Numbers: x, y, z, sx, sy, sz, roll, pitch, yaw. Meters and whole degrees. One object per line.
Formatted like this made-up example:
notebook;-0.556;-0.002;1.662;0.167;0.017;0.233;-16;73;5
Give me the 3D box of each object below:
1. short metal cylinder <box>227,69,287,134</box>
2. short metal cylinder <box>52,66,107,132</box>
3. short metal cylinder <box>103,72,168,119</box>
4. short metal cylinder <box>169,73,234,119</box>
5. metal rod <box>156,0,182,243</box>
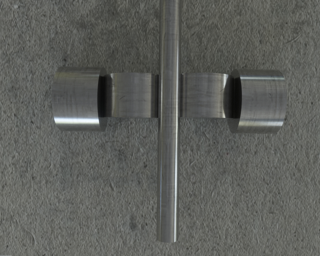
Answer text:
short metal cylinder;0.116;-0.033;0.385;0.050;0.080;0.080;1;90;0
short metal cylinder;-0.095;-0.035;0.383;0.050;0.080;0.080;1;90;0
short metal cylinder;-0.030;-0.037;0.383;0.081;0.080;0.050;1;90;0
short metal cylinder;0.050;-0.037;0.384;0.081;0.080;0.050;1;90;0
metal rod;0.010;-0.024;0.350;0.025;0.025;0.298;1;90;0
